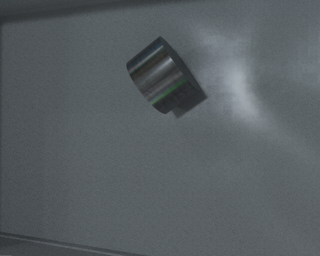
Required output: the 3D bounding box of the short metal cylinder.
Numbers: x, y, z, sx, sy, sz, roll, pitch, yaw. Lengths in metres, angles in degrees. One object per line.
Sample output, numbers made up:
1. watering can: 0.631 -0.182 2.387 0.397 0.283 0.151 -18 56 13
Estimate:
1. short metal cylinder: 0.005 -0.064 0.379 0.050 0.080 0.080 -36 79 16
